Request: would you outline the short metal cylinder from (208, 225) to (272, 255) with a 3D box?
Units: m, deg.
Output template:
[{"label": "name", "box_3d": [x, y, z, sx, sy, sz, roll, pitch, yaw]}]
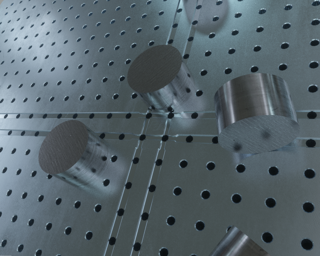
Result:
[{"label": "short metal cylinder", "box_3d": [0.077, 0.127, 0.254, 0.050, 0.080, 0.080, -49, 52, -6]}]

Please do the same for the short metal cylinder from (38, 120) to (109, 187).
[{"label": "short metal cylinder", "box_3d": [-0.119, 0.036, 0.431, 0.080, 0.050, 0.080, -13, 56, 20]}]

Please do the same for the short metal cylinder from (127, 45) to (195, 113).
[{"label": "short metal cylinder", "box_3d": [0.002, -0.068, 0.432, 0.080, 0.050, 0.080, -13, 56, 20]}]

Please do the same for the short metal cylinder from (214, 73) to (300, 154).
[{"label": "short metal cylinder", "box_3d": [0.100, -0.013, 0.328, 0.080, 0.080, 0.050, -13, 57, 20]}]
